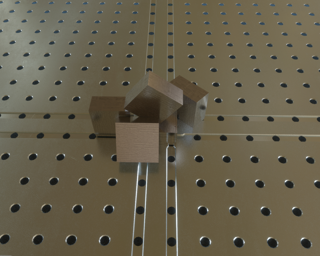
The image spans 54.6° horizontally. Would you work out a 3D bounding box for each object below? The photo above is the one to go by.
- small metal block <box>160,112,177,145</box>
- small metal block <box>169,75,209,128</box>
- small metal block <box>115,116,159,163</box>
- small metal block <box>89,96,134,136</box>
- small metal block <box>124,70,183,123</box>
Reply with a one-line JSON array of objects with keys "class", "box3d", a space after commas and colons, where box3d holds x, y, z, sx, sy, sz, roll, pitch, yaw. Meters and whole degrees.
[{"class": "small metal block", "box3d": [-0.003, -0.006, 0.412, 0.050, 0.025, 0.050, 2, 50, 0]}, {"class": "small metal block", "box3d": [0.036, -0.036, 0.422, 0.050, 0.050, 0.025, 36, 58, 26]}, {"class": "small metal block", "box3d": [-0.026, 0.014, 0.377, 0.050, 0.050, 0.025, 1, 18, 1]}, {"class": "small metal block", "box3d": [-0.061, -0.014, 0.403, 0.050, 0.050, 0.025, 1, 51, 1]}, {"class": "small metal block", "box3d": [-0.008, -0.034, 0.375, 0.050, 0.050, 0.025, 27, 45, -26]}]
